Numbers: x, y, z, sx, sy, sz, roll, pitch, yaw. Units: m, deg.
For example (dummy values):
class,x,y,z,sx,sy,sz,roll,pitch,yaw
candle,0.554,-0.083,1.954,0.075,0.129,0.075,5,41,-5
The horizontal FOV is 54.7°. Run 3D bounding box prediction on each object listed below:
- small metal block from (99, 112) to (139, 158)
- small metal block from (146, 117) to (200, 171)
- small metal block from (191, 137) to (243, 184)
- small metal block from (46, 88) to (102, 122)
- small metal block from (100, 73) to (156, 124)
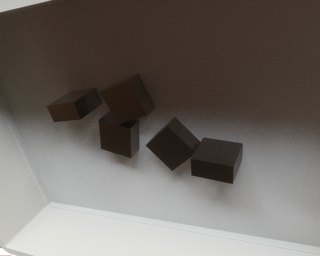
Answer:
class,x,y,z,sx,sy,sz,roll,pitch,yaw
small metal block,-0.058,0.010,0.444,0.050,0.025,0.050,15,125,19
small metal block,0.018,0.022,0.411,0.050,0.025,0.050,44,129,-3
small metal block,0.070,0.038,0.378,0.050,0.050,0.025,9,122,23
small metal block,-0.119,-0.032,0.433,0.050,0.050,0.025,-4,117,30
small metal block,-0.042,-0.037,0.406,0.050,0.025,0.050,-16,111,34
